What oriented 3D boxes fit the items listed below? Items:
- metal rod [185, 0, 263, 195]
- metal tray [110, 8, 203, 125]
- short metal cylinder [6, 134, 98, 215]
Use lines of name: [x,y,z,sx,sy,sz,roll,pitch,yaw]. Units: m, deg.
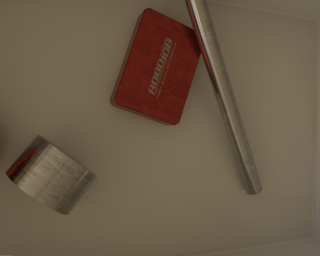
metal rod: [0.090,-0.040,0.423,0.025,0.025,0.298,-27,107,-18]
metal tray: [-0.002,-0.077,0.408,0.091,0.030,0.129,20,83,-19]
short metal cylinder: [-0.116,0.050,0.339,0.080,0.080,0.050,40,77,-16]
